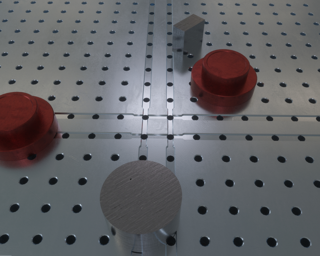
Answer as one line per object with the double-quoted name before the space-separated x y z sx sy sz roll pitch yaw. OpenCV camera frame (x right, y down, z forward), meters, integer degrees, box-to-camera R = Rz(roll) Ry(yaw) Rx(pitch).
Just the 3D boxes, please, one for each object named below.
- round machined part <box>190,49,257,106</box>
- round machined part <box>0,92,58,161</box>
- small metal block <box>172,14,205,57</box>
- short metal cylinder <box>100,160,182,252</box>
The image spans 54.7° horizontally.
"round machined part" 0.097 -0.082 0.466 0.099 0.042 0.098 0 50 0
"round machined part" -0.189 -0.009 0.403 0.099 0.042 0.098 0 50 0
"small metal block" 0.048 -0.156 0.522 0.025 0.050 0.050 37 59 27
"short metal cylinder" -0.018 0.081 0.323 0.080 0.050 0.080 0 50 0
